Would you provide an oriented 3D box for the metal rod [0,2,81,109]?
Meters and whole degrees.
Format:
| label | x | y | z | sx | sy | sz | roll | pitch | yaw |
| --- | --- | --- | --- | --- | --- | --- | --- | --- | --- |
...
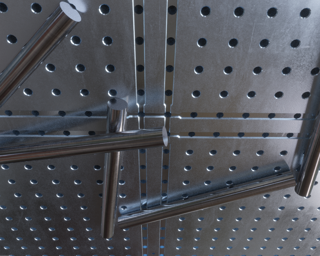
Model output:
| label | x | y | z | sx | sy | sz | roll | pitch | yaw |
| --- | --- | --- | --- | --- | --- | --- | --- | --- | --- |
| metal rod | -0.199 | -0.038 | 0.375 | 0.299 | 0.025 | 0.025 | -36 | 122 | 26 |

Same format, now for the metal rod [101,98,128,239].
| label | x | y | z | sx | sy | sz | roll | pitch | yaw |
| --- | --- | --- | --- | --- | --- | --- | --- | --- | --- |
| metal rod | -0.075 | 0.082 | 0.480 | 0.025 | 0.025 | 0.298 | 6 | 130 | -6 |

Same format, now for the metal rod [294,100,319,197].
| label | x | y | z | sx | sy | sz | roll | pitch | yaw |
| --- | --- | --- | --- | --- | --- | --- | --- | --- | --- |
| metal rod | 0.216 | -0.012 | 0.405 | 0.025 | 0.025 | 0.298 | -5 | 130 | 3 |

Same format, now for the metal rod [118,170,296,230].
| label | x | y | z | sx | sy | sz | roll | pitch | yaw |
| --- | --- | --- | --- | --- | --- | --- | --- | --- | --- |
| metal rod | 0.069 | 0.124 | 0.518 | 0.301 | 0.025 | 0.025 | -18 | 128 | 14 |

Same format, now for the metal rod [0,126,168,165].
| label | x | y | z | sx | sy | sz | roll | pitch | yaw |
| --- | --- | --- | --- | --- | --- | --- | --- | --- | --- |
| metal rod | -0.139 | 0.028 | 0.411 | 0.301 | 0.025 | 0.025 | -7 | 130 | 14 |
